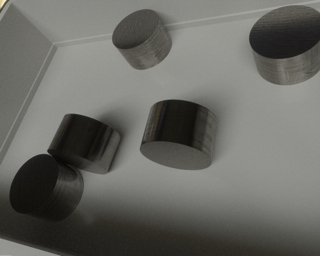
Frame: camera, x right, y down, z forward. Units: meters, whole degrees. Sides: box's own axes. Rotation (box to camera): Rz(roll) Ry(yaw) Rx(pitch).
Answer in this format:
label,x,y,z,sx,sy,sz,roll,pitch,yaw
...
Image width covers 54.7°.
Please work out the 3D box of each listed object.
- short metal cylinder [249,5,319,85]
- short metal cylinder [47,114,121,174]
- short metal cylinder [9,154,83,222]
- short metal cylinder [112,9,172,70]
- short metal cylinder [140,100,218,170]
label,x,y,z,sx,sy,sz,roll,pitch,yaw
short metal cylinder,0.152,-0.098,0.370,0.080,0.050,0.080,-13,56,21
short metal cylinder,-0.099,0.023,0.409,0.080,0.080,0.050,5,64,30
short metal cylinder,-0.153,0.081,0.419,0.080,0.050,0.080,-13,57,22
short metal cylinder,-0.028,-0.139,0.490,0.080,0.050,0.080,-13,56,21
short metal cylinder,0.022,0.010,0.353,0.080,0.080,0.050,-1,62,28
